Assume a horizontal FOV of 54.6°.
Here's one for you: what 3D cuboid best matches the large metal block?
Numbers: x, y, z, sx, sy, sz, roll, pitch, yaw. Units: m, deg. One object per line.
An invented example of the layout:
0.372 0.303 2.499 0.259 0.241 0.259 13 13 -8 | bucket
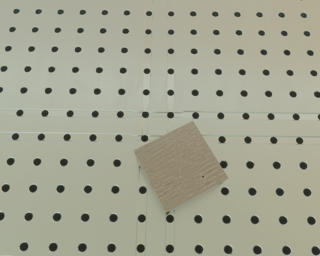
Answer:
0.023 0.050 0.380 0.080 0.050 0.080 -27 72 -9 | large metal block
